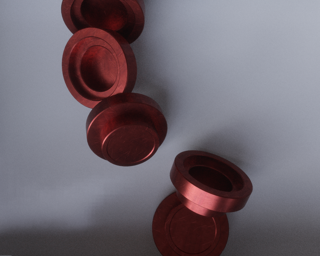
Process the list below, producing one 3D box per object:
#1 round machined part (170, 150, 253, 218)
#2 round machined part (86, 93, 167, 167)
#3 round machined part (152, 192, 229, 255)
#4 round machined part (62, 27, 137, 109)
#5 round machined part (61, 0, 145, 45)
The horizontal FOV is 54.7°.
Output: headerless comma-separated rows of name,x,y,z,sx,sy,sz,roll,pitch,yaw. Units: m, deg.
round machined part,0.059,0.071,0.380,0.099,0.098,0.042,18,113,-1
round machined part,-0.038,0.009,0.376,0.099,0.042,0.097,-9,132,-10
round machined part,0.039,0.127,0.393,0.099,0.042,0.098,0,77,-2
round machined part,-0.071,-0.075,0.388,0.098,0.042,0.097,7,106,25
round machined part,-0.067,-0.148,0.382,0.099,0.098,0.042,2,59,-1
